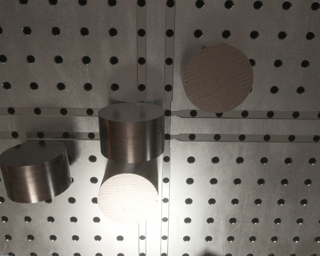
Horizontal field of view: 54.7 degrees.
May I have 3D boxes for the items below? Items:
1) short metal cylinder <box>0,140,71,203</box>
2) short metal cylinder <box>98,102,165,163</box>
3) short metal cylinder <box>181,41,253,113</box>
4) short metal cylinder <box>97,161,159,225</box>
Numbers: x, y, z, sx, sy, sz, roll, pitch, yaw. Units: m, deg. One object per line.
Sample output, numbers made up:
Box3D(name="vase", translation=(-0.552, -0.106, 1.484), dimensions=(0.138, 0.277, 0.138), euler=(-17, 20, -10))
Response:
Box3D(name="short metal cylinder", translation=(-0.160, 0.054, 0.402), dimensions=(0.081, 0.080, 0.050), euler=(-3, 110, 0))
Box3D(name="short metal cylinder", translation=(-0.034, 0.003, 0.385), dimensions=(0.081, 0.080, 0.050), euler=(0, 110, -1))
Box3D(name="short metal cylinder", translation=(0.067, -0.064, 0.378), dimensions=(0.081, 0.050, 0.079), euler=(0, 110, -1))
Box3D(name="short metal cylinder", translation=(-0.042, 0.086, 0.431), dimensions=(0.081, 0.050, 0.079), euler=(0, 110, -1))
